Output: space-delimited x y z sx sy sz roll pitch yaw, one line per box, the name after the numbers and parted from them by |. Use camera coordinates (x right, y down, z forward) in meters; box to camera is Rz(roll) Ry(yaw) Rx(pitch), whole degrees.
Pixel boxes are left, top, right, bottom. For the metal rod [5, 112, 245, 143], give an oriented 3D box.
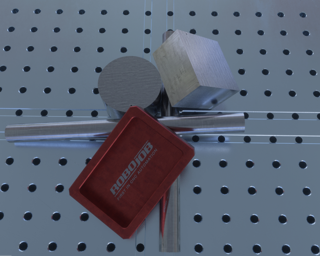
-0.048 0.000 0.394 0.302 0.025 0.025 -3 70 6 | metal rod

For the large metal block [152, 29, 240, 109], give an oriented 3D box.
0.047 -0.073 0.404 0.081 0.050 0.080 -1 64 -43 | large metal block

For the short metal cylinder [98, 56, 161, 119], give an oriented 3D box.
-0.038 -0.049 0.415 0.081 0.050 0.080 0 70 0 | short metal cylinder

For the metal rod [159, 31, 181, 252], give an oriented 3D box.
0.014 0.003 0.410 0.025 0.025 0.299 1 70 0 | metal rod

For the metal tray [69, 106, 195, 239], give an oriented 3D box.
-0.032 0.050 0.363 0.090 0.030 0.130 38 95 6 | metal tray
